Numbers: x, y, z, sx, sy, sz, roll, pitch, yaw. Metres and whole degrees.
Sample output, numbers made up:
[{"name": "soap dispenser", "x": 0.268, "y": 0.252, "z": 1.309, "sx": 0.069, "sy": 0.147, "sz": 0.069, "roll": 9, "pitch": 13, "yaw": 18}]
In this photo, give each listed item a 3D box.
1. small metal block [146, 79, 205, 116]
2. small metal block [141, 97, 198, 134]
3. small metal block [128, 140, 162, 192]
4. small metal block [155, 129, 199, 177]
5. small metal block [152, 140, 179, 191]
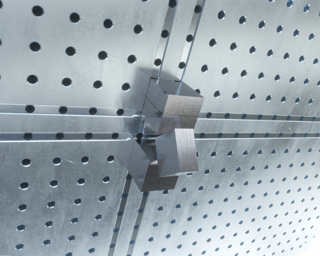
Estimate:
[{"name": "small metal block", "x": 0.018, "y": -0.038, "z": 0.382, "sx": 0.050, "sy": 0.050, "sz": 0.025, "roll": 2, "pitch": 118, "yaw": -30}, {"name": "small metal block", "x": 0.011, "y": -0.016, "z": 0.392, "sx": 0.050, "sy": 0.050, "sz": 0.025, "roll": 2, "pitch": 118, "yaw": -30}, {"name": "small metal block", "x": -0.018, "y": 0.050, "z": 0.417, "sx": 0.025, "sy": 0.050, "sz": 0.050, "roll": 1, "pitch": 118, "yaw": -30}, {"name": "small metal block", "x": 0.019, "y": 0.031, "z": 0.372, "sx": 0.025, "sy": 0.050, "sz": 0.050, "roll": 1, "pitch": 76, "yaw": -28}, {"name": "small metal block", "x": 0.004, "y": 0.050, "z": 0.429, "sx": 0.025, "sy": 0.050, "sz": 0.050, "roll": 1, "pitch": 118, "yaw": -30}]
